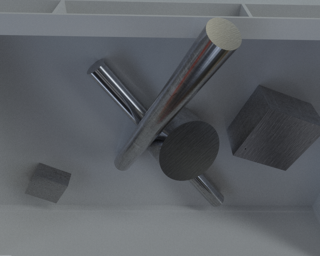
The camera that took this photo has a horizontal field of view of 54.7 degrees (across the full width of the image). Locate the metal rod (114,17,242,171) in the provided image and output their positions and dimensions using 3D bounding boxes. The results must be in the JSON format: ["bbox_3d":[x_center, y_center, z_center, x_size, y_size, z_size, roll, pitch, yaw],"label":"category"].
[{"bbox_3d":[-0.007,-0.004,0.324,0.025,0.025,0.299,16,154,-13],"label":"metal rod"}]

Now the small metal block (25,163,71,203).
[{"bbox_3d":[-0.173,0.086,0.480,0.050,0.025,0.050,25,126,-20],"label":"small metal block"}]

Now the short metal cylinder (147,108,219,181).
[{"bbox_3d":[0.027,0.019,0.389,0.081,0.050,0.079,-10,116,-21],"label":"short metal cylinder"}]

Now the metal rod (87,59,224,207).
[{"bbox_3d":[0.011,0.025,0.430,0.025,0.025,0.300,-27,126,21],"label":"metal rod"}]

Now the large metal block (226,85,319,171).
[{"bbox_3d":[0.144,0.002,0.397,0.081,0.050,0.079,17,128,-14],"label":"large metal block"}]
